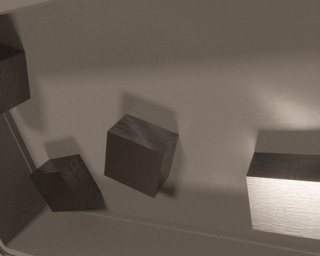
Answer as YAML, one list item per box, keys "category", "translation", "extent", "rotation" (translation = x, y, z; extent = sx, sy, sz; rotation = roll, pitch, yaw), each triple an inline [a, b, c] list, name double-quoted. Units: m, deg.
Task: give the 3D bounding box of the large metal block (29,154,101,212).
- category: "large metal block"
  translation: [-0.163, 0.097, 0.536]
  extent: [0.080, 0.050, 0.080]
  rotation: [-12, 113, 32]

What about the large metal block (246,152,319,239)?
- category: "large metal block"
  translation: [0.150, 0.077, 0.361]
  extent: [0.080, 0.050, 0.080]
  rotation: [0, 119, 27]

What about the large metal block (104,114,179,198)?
- category: "large metal block"
  translation: [-0.027, 0.038, 0.429]
  extent: [0.080, 0.050, 0.079]
  rotation: [22, 127, 15]

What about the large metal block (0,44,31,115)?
- category: "large metal block"
  translation: [-0.244, -0.070, 0.456]
  extent: [0.050, 0.080, 0.079]
  rotation: [20, 126, 16]
